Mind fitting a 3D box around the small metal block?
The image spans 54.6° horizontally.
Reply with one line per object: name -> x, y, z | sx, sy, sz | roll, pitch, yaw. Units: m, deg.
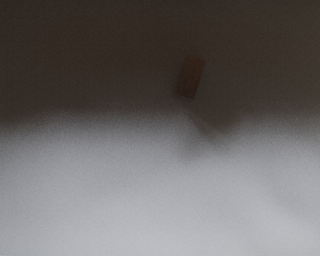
small metal block -> 0.037, -0.062, 0.399 | 0.025, 0.050, 0.050 | 17, 90, 0
